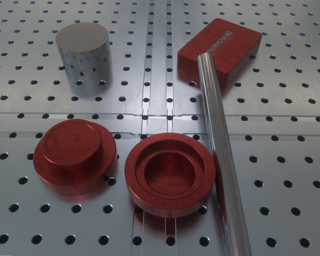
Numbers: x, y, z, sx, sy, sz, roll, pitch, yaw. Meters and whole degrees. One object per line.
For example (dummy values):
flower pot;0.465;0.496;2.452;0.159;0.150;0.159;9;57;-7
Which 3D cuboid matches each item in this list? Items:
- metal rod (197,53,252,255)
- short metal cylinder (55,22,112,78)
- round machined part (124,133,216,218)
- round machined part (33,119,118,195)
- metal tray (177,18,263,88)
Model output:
metal rod;0.072;0.023;0.370;0.025;0.025;0.299;-2;56;-1
short metal cylinder;-0.120;-0.125;0.496;0.081;0.050;0.080;0;50;0
round machined part;0.011;0.056;0.350;0.099;0.042;0.098;0;50;0
round machined part;-0.102;0.027;0.373;0.099;0.042;0.098;0;50;0
metal tray;0.100;-0.128;0.513;0.090;0.030;0.131;29;56;22
